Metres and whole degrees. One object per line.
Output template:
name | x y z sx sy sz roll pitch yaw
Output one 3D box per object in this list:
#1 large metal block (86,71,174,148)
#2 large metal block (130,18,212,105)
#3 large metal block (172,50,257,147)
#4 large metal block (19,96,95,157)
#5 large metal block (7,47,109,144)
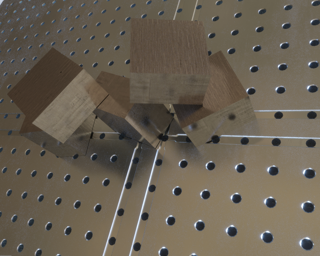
large metal block | -0.041 -0.024 0.407 0.080 0.080 0.050 20 73 35
large metal block | 0.008 -0.074 0.344 0.081 0.050 0.080 1 58 -5
large metal block | 0.060 -0.035 0.382 0.080 0.050 0.080 -27 53 11
large metal block | -0.144 -0.011 0.452 0.050 0.080 0.080 -6 59 25
large metal block | -0.124 -0.041 0.377 0.080 0.050 0.080 -49 51 -7
